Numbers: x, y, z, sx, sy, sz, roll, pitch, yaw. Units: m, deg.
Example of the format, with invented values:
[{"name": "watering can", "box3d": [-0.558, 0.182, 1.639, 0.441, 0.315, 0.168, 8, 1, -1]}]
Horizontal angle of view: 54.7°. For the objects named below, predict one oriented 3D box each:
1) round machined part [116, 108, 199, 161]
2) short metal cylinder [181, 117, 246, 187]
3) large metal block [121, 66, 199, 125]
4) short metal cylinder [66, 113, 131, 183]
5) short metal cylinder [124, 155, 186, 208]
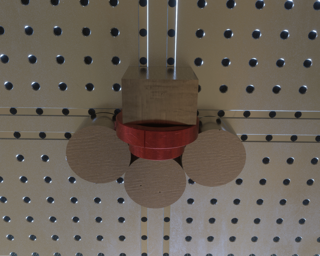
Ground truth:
[{"name": "round machined part", "box3d": [-0.003, 0.006, 0.375, 0.099, 0.098, 0.042, 2, 110, -1]}, {"name": "short metal cylinder", "box3d": [0.068, 0.030, 0.412, 0.081, 0.050, 0.079, 0, 110, 0]}, {"name": "large metal block", "box3d": [0.000, -0.041, 0.368, 0.081, 0.080, 0.050, 1, 110, -1]}, {"name": "short metal cylinder", "box3d": [-0.077, 0.026, 0.409, 0.081, 0.050, 0.079, 0, 110, 0]}, {"name": "short metal cylinder", "box3d": [-0.006, 0.062, 0.423, 0.081, 0.050, 0.079, 0, 110, 0]}]
